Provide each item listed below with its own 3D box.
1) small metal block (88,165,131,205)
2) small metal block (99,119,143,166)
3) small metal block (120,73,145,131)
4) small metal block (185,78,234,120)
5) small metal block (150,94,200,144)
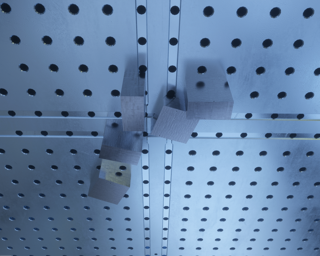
[{"bbox_3d":[-0.080,0.090,0.488,0.050,0.025,0.050,22,127,-18],"label":"small metal block"},{"bbox_3d":[-0.050,0.018,0.410,0.050,0.050,0.025,13,129,-11],"label":"small metal block"},{"bbox_3d":[-0.030,-0.031,0.368,0.025,0.050,0.050,1,130,-1],"label":"small metal block"},{"bbox_3d":[0.056,-0.035,0.365,0.050,0.050,0.025,0,130,0],"label":"small metal block"},{"bbox_3d":[0.020,-0.011,0.402,0.050,0.025,0.050,15,129,-13],"label":"small metal block"}]
